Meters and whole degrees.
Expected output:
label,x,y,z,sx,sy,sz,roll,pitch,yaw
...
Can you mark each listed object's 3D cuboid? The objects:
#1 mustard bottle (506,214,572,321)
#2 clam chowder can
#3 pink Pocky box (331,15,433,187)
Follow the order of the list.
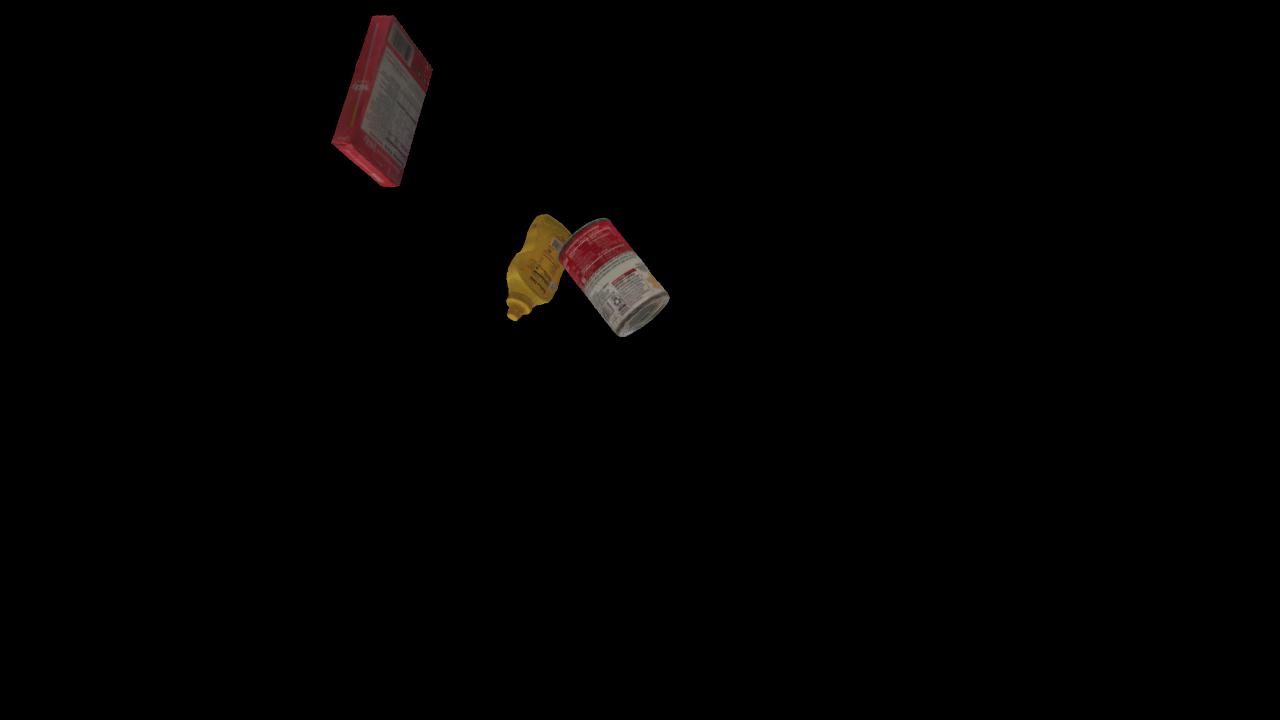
label,x,y,z,sx,sy,sz,roll,pitch,yaw
mustard bottle,-0.167,-0.139,0.987,0.054,0.184,0.092,0,-34,35
clam chowder can,-0.026,-0.082,0.616,0.068,0.102,0.068,-36,-11,-8
pink Pocky box,-0.273,-0.275,0.661,0.029,0.155,0.084,8,-12,13
